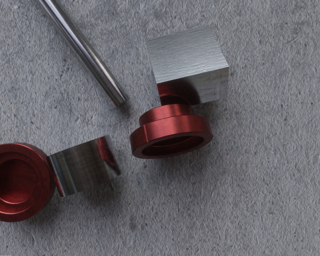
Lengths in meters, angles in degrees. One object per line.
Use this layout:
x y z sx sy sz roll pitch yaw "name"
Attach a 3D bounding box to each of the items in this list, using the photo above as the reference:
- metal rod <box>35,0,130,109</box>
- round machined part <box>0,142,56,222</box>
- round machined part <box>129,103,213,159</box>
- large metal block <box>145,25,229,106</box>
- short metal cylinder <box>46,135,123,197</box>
-0.138 -0.153 0.408 0.025 0.025 0.299 -36 90 0 "metal rod"
-0.183 0.067 0.400 0.099 0.042 0.097 0 90 0 "round machined part"
0.011 0.003 0.377 0.099 0.098 0.042 -12 71 0 "round machined part"
0.032 -0.073 0.379 0.080 0.050 0.080 -13 52 0 "large metal block"
-0.092 0.045 0.382 0.080 0.080 0.050 -20 90 0 "short metal cylinder"
